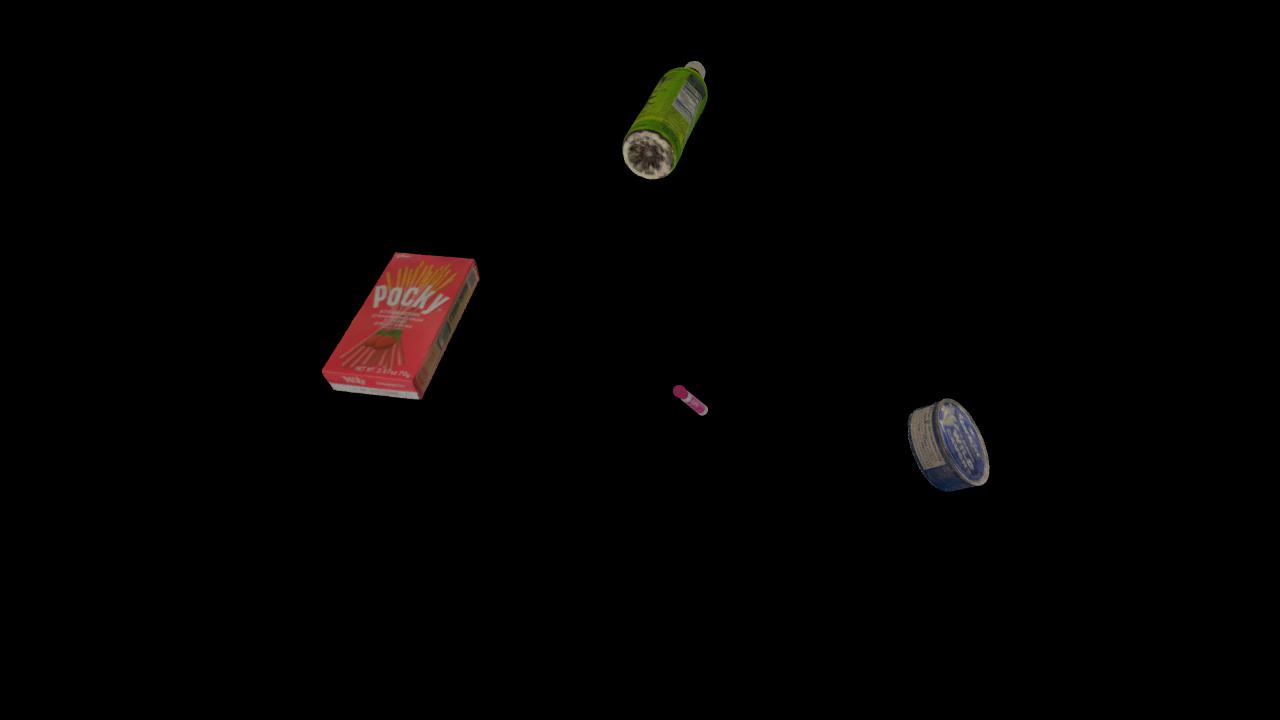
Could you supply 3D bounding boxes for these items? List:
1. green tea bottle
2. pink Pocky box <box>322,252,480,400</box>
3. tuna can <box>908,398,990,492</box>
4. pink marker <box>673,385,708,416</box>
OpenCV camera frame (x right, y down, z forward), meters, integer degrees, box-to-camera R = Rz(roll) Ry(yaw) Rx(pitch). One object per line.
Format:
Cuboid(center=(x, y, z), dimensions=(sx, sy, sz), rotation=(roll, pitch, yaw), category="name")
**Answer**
Cuboid(center=(0.043, -0.315, 0.778), dimensions=(0.073, 0.212, 0.073), rotation=(16, -37, 13), category="green tea bottle")
Cuboid(center=(-0.211, -0.036, 0.559), dimensions=(0.084, 0.155, 0.029), rotation=(6, -39, 8), category="pink Pocky box")
Cuboid(center=(0.291, 0.081, 0.582), dimensions=(0.084, 0.084, 0.034), rotation=(0, -22, -40), category="tuna can")
Cuboid(center=(0.080, 0.063, 0.967), dimensions=(0.020, 0.020, 0.121), rotation=(0, -19, 25), category="pink marker")
